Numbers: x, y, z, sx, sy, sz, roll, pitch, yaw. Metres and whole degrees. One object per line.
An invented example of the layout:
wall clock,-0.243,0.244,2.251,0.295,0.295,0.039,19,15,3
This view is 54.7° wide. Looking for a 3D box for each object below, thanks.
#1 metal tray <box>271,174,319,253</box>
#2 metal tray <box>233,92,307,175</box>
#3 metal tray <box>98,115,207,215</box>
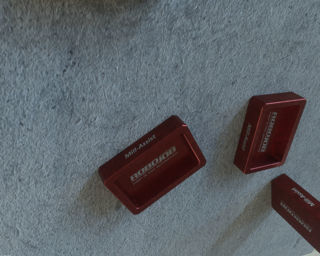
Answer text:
metal tray,0.266,0.158,0.582,0.030,0.130,0.090,-26,128,-12
metal tray,0.177,0.009,0.505,0.091,0.030,0.129,-8,122,-24
metal tray,-0.007,0.053,0.432,0.130,0.030,0.090,-36,129,-5
